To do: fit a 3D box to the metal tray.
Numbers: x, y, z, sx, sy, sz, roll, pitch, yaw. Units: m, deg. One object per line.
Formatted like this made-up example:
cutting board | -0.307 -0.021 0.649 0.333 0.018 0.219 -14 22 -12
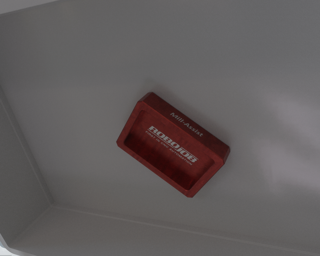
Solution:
metal tray | 0.014 0.025 0.413 0.130 0.030 0.089 36 129 4
